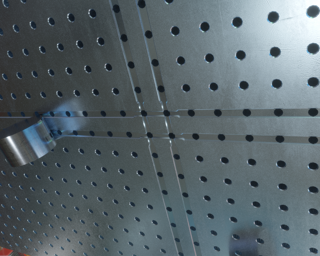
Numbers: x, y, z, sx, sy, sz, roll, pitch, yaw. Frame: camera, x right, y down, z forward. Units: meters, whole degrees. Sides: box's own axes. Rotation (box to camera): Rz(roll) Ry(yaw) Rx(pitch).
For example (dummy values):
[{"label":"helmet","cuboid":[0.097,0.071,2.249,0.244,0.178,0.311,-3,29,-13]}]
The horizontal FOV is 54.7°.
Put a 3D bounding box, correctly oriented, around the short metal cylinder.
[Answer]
[{"label":"short metal cylinder","cuboid":[-0.218,0.020,0.503,0.080,0.080,0.050,-8,115,31]}]
